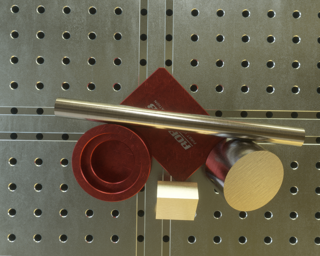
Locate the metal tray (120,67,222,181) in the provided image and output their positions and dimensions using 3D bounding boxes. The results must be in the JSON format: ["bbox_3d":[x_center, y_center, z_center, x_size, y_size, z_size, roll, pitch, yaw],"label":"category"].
[{"bbox_3d":[0.014,-0.004,0.412,0.090,0.030,0.130,-43,91,0],"label":"metal tray"}]

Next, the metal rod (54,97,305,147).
[{"bbox_3d":[0.024,-0.007,0.382,0.302,0.025,0.025,7,90,-1],"label":"metal rod"}]

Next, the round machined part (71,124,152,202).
[{"bbox_3d":[-0.059,0.041,0.399,0.099,0.042,0.097,0,96,4],"label":"round machined part"}]

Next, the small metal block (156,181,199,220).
[{"bbox_3d":[0.021,0.094,0.400,0.050,0.025,0.050,3,133,-1],"label":"small metal block"}]

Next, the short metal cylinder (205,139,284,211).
[{"bbox_3d":[0.104,0.056,0.387,0.081,0.050,0.079,-6,110,-16],"label":"short metal cylinder"}]
